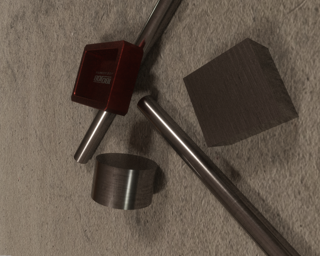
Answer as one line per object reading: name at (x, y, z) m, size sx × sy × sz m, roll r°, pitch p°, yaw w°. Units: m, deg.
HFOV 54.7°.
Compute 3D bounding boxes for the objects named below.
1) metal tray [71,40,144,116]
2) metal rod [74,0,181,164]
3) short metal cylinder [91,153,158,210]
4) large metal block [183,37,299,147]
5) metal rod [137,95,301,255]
metal tray at (-0.079, -0.071, 0.433) m, size 0.130 × 0.030 × 0.089 m, roll 17°, pitch 92°, yaw 54°
metal rod at (-0.054, -0.063, 0.447) m, size 0.025 × 0.025 × 0.298 m, roll 48°, pitch 118°, yaw 29°
short metal cylinder at (-0.047, 0.067, 0.406) m, size 0.080 × 0.081 × 0.050 m, roll 15°, pitch 99°, yaw 39°
large metal block at (0.081, -0.032, 0.321) m, size 0.080 × 0.050 × 0.080 m, roll -29°, pitch 72°, yaw 36°
metal rod at (0.067, 0.064, 0.348) m, size 0.300 × 0.025 × 0.025 m, roll 48°, pitch 119°, yaw 28°
